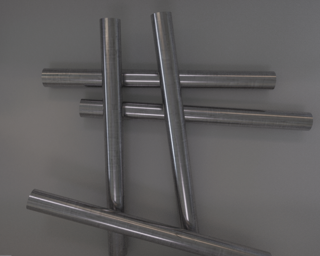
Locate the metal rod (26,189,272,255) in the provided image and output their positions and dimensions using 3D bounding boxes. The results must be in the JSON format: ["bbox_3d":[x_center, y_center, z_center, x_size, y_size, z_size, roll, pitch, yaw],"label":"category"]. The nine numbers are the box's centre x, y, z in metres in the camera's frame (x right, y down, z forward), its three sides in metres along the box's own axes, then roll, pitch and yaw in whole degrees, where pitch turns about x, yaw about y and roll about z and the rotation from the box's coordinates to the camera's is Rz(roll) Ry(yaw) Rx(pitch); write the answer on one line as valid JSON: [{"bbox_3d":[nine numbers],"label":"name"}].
[{"bbox_3d":[-0.010,0.127,0.380,0.302,0.025,0.025,16,90,-3],"label":"metal rod"}]

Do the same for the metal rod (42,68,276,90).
[{"bbox_3d":[-0.001,-0.065,0.411,0.302,0.025,0.025,1,90,0],"label":"metal rod"}]

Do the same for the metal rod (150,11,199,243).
[{"bbox_3d":[0.022,0.011,0.389,0.025,0.025,0.298,-8,99,0],"label":"metal rod"}]

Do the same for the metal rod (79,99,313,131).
[{"bbox_3d":[0.047,-0.018,0.411,0.302,0.025,0.025,3,90,0],"label":"metal rod"}]

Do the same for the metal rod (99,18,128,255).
[{"bbox_3d":[-0.058,0.019,0.390,0.025,0.025,0.298,-1,98,0],"label":"metal rod"}]
